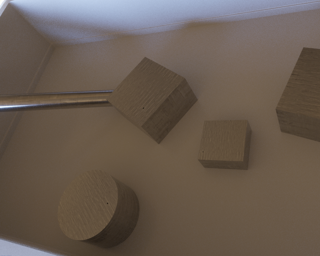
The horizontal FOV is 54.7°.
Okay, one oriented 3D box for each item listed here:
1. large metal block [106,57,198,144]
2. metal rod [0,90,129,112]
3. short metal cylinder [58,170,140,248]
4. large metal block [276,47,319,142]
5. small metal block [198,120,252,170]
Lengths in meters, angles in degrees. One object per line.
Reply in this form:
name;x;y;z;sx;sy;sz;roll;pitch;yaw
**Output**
large metal block;-0.011;-0.038;0.418;0.080;0.050;0.080;-49;52;-6
metal rod;-0.195;-0.037;0.446;0.302;0.025;0.025;-3;57;-5
short metal cylinder;-0.072;0.096;0.367;0.080;0.050;0.080;-13;56;20
large metal block;0.176;-0.031;0.316;0.080;0.050;0.080;18;71;34
small metal block;0.075;0.019;0.354;0.050;0.025;0.050;0;61;27
